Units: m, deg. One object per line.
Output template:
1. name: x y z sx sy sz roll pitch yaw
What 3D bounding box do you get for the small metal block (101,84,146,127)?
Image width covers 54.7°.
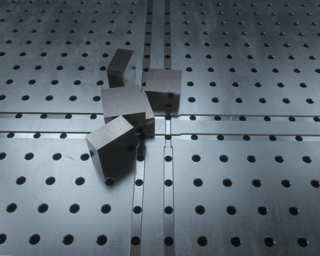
1. small metal block: -0.047 -0.027 0.397 0.050 0.025 0.050 -9 51 -7

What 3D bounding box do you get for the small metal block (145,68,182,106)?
1. small metal block: 0.006 -0.062 0.460 0.050 0.025 0.050 5 50 3

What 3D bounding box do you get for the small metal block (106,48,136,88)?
1. small metal block: -0.056 -0.081 0.459 0.025 0.050 0.050 10 51 8

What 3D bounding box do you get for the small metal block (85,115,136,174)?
1. small metal block: -0.058 0.020 0.374 0.050 0.050 0.025 -33 58 -25

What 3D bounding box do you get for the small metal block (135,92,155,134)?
1. small metal block: -0.038 -0.019 0.423 0.050 0.025 0.050 -12 51 -11
